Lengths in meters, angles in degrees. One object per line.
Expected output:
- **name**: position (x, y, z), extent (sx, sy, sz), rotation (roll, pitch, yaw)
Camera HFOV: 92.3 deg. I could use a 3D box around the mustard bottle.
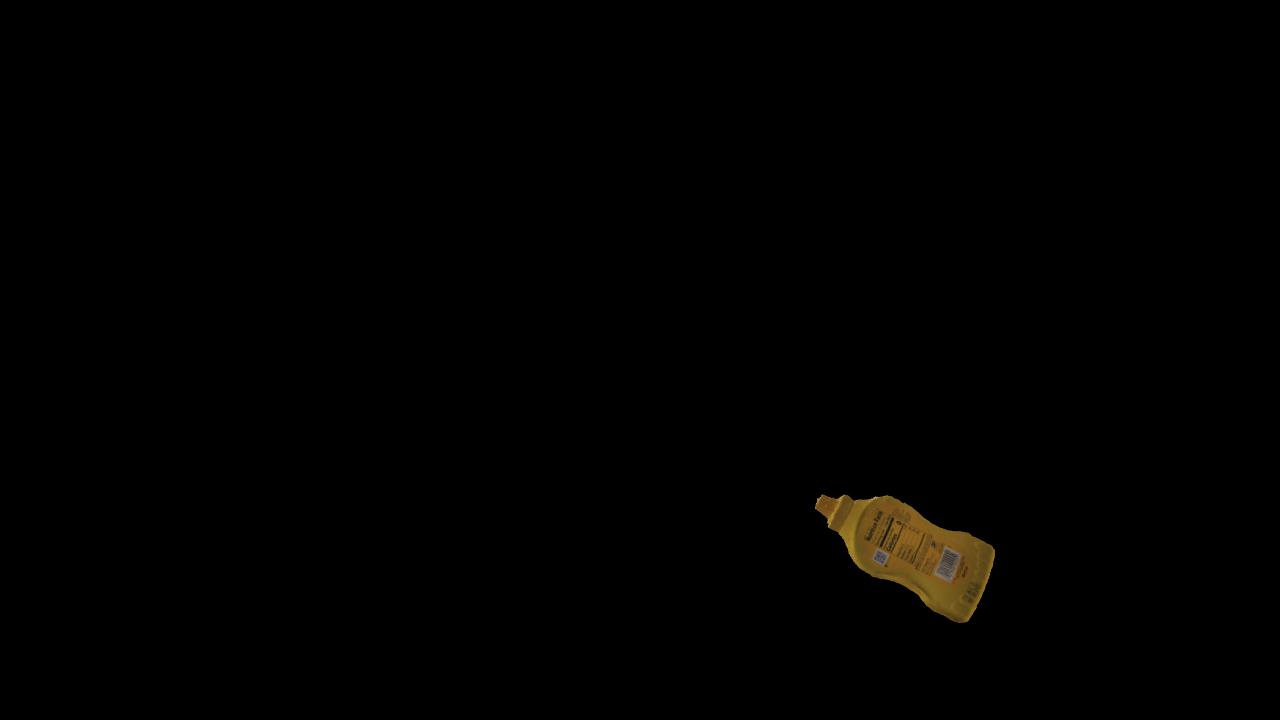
- **mustard bottle**: position (0.282, 0.201, 0.681), extent (0.184, 0.092, 0.054), rotation (26, -12, 19)
